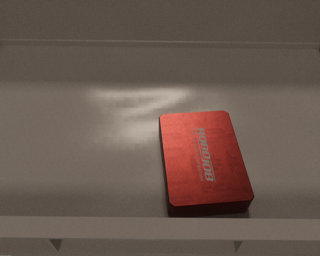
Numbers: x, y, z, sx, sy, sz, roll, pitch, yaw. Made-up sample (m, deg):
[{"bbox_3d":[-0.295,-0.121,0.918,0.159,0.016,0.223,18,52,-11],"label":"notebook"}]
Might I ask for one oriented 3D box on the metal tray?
[{"bbox_3d":[0.049,0.038,0.371,0.091,0.030,0.130,-4,50,-4],"label":"metal tray"}]
